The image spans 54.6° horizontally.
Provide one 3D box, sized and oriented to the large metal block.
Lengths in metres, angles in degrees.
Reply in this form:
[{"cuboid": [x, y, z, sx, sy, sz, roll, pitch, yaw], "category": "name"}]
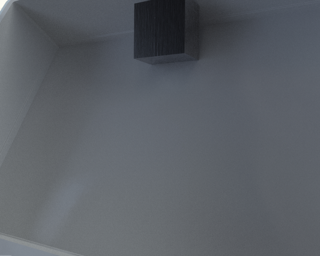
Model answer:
[{"cuboid": [0.010, -0.139, 0.451, 0.080, 0.050, 0.080, 1, 90, 29], "category": "large metal block"}]
